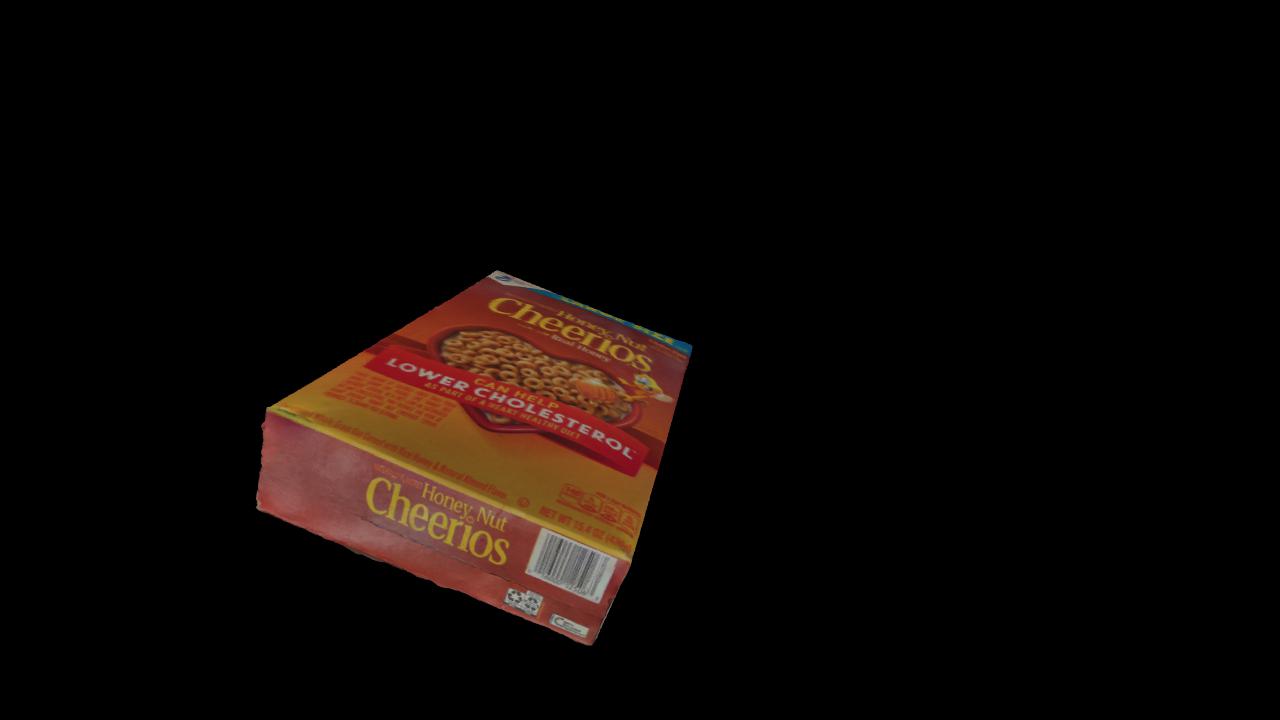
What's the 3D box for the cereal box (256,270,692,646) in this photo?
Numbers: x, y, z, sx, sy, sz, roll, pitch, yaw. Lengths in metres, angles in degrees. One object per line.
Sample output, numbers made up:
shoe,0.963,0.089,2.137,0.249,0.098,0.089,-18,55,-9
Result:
cereal box,-0.079,0.033,0.452,0.203,0.081,0.306,22,25,2
